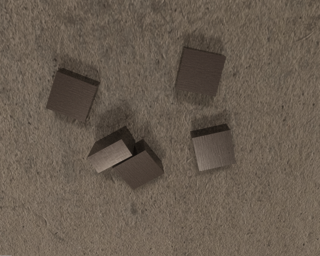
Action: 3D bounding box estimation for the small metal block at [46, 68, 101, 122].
[{"bbox_3d":[-0.110,-0.042,0.393,0.050,0.025,0.050,21,109,-8],"label":"small metal block"}]

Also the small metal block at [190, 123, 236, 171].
[{"bbox_3d":[0.072,0.026,0.421,0.050,0.025,0.050,-13,110,4],"label":"small metal block"}]

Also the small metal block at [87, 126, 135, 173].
[{"bbox_3d":[-0.062,0.027,0.405,0.050,0.050,0.025,-28,107,9],"label":"small metal block"}]

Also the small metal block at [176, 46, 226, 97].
[{"bbox_3d":[0.049,-0.070,0.385,0.050,0.025,0.050,10,110,-5],"label":"small metal block"}]

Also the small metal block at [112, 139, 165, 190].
[{"bbox_3d":[-0.030,0.050,0.421,0.050,0.025,0.050,-30,124,10],"label":"small metal block"}]
